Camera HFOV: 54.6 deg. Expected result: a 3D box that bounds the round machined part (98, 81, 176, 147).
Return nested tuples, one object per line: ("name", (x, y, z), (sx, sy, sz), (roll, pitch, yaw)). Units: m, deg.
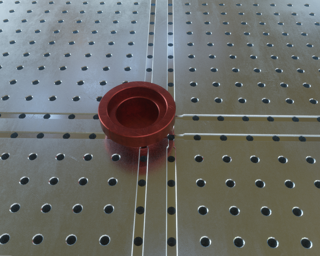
("round machined part", (-0.029, -0.014, 0.408), (0.099, 0.042, 0.098), (0, 50, 0))
